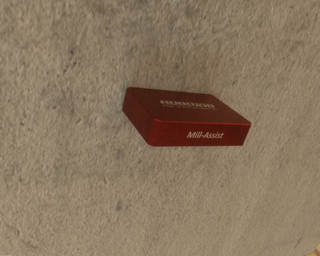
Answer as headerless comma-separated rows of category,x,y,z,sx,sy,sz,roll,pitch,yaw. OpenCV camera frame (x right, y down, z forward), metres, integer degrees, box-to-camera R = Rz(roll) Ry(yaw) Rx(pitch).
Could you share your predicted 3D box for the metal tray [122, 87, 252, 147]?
metal tray,0.031,-0.014,0.372,0.131,0.090,0.030,1,118,-29
